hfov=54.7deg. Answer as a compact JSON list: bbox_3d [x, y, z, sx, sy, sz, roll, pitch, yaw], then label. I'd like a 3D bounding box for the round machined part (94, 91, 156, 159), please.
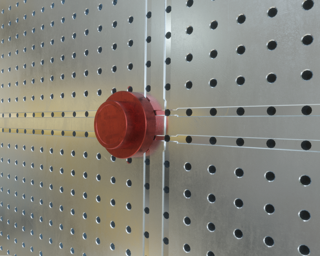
[{"bbox_3d":[-0.057,-0.004,0.443,0.098,0.042,0.097,0,90,39],"label":"round machined part"}]
